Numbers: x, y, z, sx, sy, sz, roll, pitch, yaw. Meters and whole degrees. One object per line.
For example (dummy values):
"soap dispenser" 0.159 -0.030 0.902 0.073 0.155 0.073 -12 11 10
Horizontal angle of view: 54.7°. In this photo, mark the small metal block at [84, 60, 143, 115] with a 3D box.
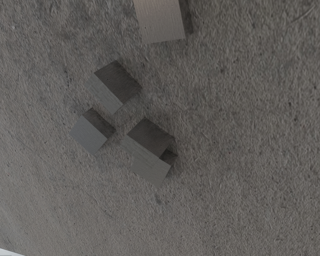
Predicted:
"small metal block" -0.057 -0.052 0.389 0.050 0.050 0.025 47 129 -5

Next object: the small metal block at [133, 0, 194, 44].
"small metal block" 0.004 -0.120 0.330 0.050 0.025 0.050 0 119 28

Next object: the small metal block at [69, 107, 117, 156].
"small metal block" -0.101 0.006 0.464 0.050 0.025 0.050 43 129 -2

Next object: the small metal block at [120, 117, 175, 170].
"small metal block" -0.016 0.019 0.411 0.050 0.050 0.025 35 129 5

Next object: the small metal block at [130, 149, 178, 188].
"small metal block" -0.009 0.050 0.443 0.050 0.025 0.050 31 129 8
